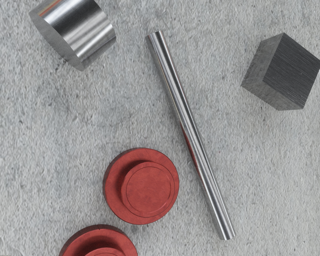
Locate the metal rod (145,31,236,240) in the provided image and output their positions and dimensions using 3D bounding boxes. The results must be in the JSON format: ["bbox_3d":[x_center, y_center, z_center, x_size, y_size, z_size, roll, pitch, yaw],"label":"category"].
[{"bbox_3d":[0.044,0.016,0.425,0.025,0.025,0.299,-23,98,-19],"label":"metal rod"}]

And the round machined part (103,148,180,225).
[{"bbox_3d":[-0.020,0.075,0.393,0.099,0.042,0.097,0,90,-20],"label":"round machined part"}]

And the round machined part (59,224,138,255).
[{"bbox_3d":[-0.073,0.171,0.374,0.099,0.042,0.097,0,90,-20],"label":"round machined part"}]

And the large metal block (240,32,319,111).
[{"bbox_3d":[0.181,-0.081,0.463,0.080,0.050,0.080,29,81,-18],"label":"large metal block"}]

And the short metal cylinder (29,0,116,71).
[{"bbox_3d":[-0.096,-0.110,0.344,0.050,0.080,0.080,-47,105,-14],"label":"short metal cylinder"}]
